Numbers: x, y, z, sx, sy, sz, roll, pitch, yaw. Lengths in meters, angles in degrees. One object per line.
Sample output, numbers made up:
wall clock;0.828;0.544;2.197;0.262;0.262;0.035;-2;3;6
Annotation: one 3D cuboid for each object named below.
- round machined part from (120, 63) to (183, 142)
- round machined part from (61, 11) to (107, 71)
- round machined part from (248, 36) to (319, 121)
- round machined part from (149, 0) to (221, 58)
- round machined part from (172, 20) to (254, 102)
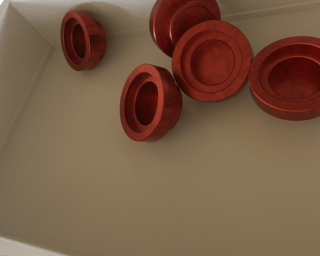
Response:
round machined part;-0.009;-0.030;0.398;0.098;0.042;0.097;-10;78;52
round machined part;-0.127;-0.148;0.528;0.042;0.097;0.098;-17;38;-40
round machined part;0.150;-0.050;0.342;0.098;0.042;0.098;-9;60;16
round machined part;0.038;-0.138;0.418;0.098;0.098;0.042;-38;35;2
round machined part;0.068;-0.081;0.390;0.098;0.042;0.097;2;94;24
